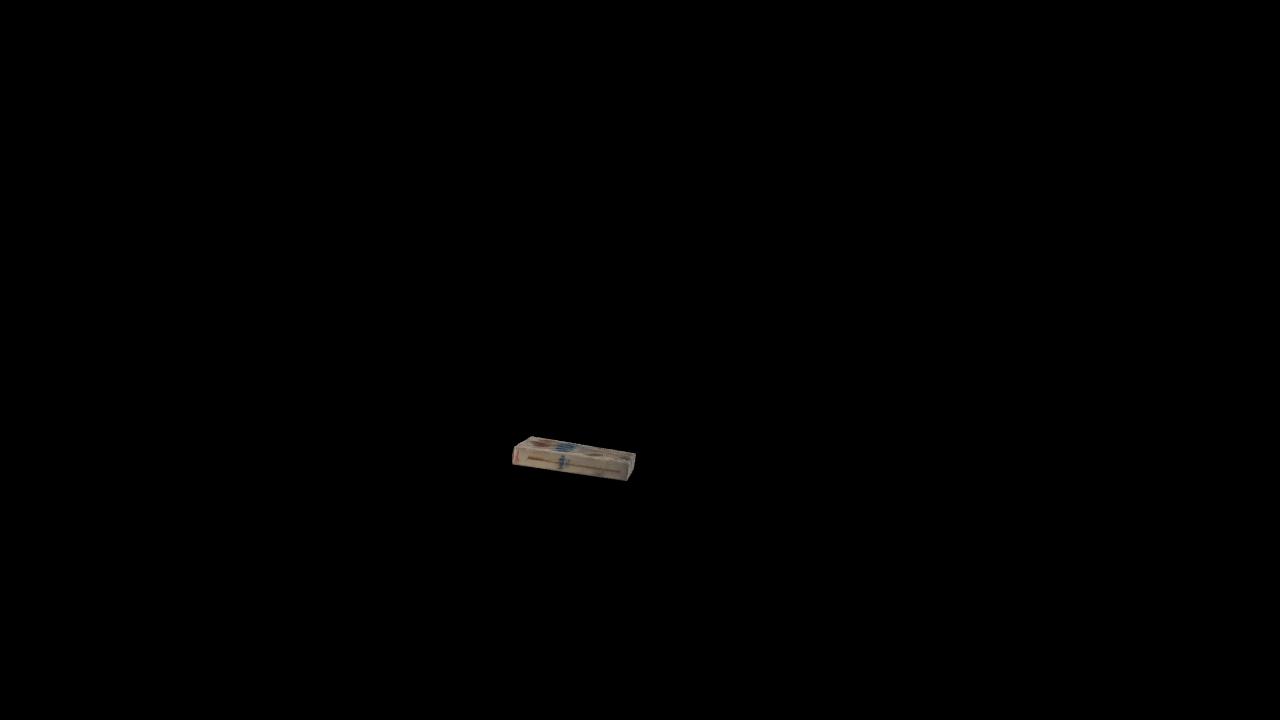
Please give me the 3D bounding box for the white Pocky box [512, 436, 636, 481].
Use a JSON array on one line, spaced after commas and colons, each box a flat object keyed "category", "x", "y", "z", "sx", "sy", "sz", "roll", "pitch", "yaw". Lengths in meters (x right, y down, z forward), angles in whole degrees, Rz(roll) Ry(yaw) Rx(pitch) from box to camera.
[{"category": "white Pocky box", "x": -0.086, "y": 0.133, "z": 0.829, "sx": 0.154, "sy": 0.028, "sz": 0.084, "roll": 8, "pitch": 2, "yaw": 5}]
